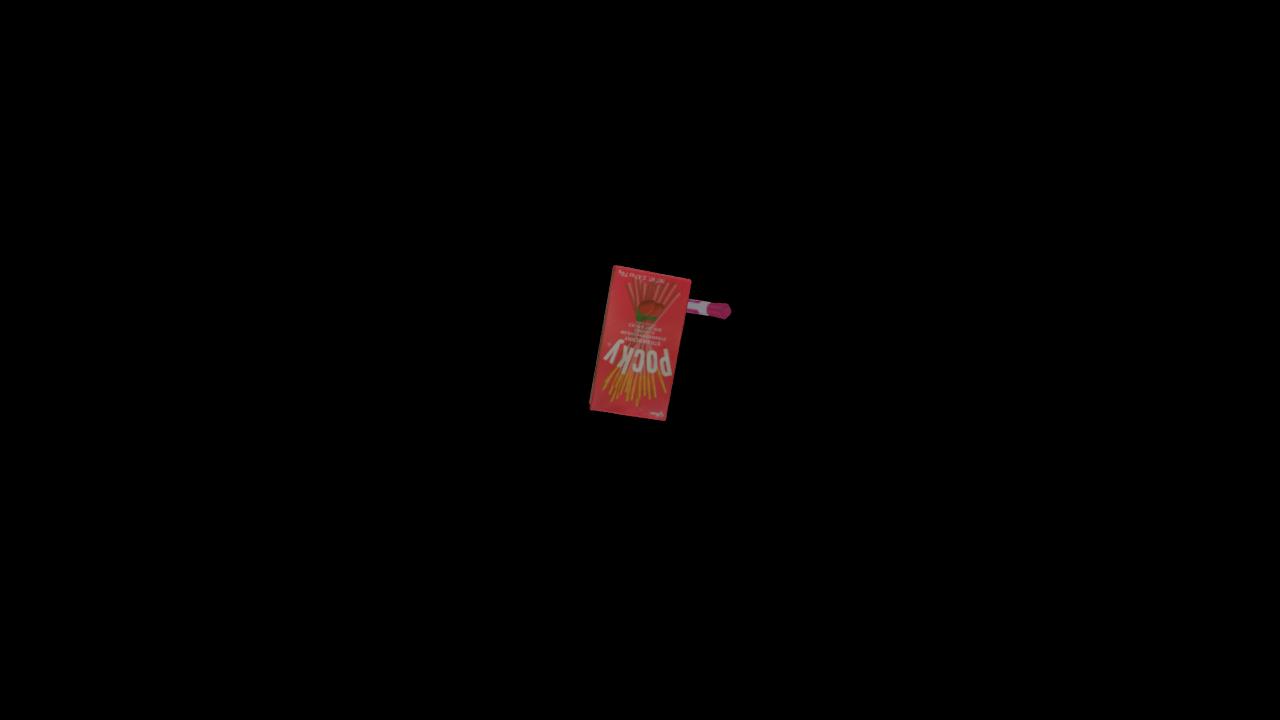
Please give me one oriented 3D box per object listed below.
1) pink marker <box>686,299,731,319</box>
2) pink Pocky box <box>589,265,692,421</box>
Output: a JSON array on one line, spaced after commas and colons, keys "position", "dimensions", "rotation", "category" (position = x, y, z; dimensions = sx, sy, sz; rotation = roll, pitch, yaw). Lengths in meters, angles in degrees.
[{"position": [0.063, -0.066, 0.758], "dimensions": [0.020, 0.020, 0.121], "rotation": [0, 10, -43], "category": "pink marker"}, {"position": [0.000, -0.017, 0.650], "dimensions": [0.084, 0.155, 0.029], "rotation": [10, 6, -10], "category": "pink Pocky box"}]
